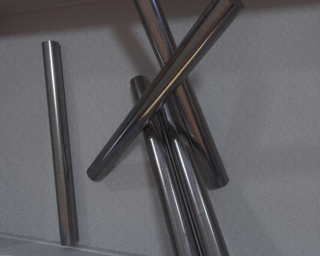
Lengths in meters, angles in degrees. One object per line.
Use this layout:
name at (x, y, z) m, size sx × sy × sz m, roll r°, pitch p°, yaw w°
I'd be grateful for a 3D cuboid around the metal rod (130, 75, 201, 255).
metal rod at (0.008, 0.059, 0.344) m, size 0.025 × 0.025 × 0.299 m, roll -27°, pitch 57°, yaw 17°

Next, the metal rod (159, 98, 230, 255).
metal rod at (0.039, 0.074, 0.330) m, size 0.025 × 0.025 × 0.299 m, roll -28°, pitch 55°, yaw 17°

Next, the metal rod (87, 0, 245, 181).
metal rod at (-0.017, -0.021, 0.349) m, size 0.025 × 0.025 × 0.298 m, roll 52°, pitch 131°, yaw 12°

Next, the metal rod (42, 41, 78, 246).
metal rod at (-0.149, 0.021, 0.461) m, size 0.025 × 0.025 × 0.298 m, roll -7°, pitch 88°, yaw 19°

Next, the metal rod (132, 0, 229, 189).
metal rod at (0.016, -0.061, 0.339) m, size 0.025 × 0.025 × 0.299 m, roll -18°, pitch 109°, yaw 19°
